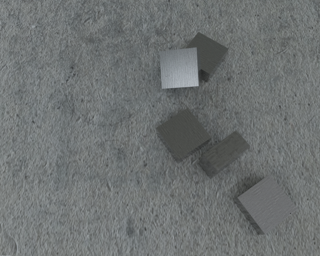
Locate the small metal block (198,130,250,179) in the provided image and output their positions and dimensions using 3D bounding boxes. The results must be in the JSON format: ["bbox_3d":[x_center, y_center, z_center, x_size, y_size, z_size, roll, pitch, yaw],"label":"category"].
[{"bbox_3d":[0.078,0.034,0.383,0.050,0.050,0.025,-35,74,-12],"label":"small metal block"}]

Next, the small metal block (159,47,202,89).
[{"bbox_3d":[0.029,-0.080,0.420,0.050,0.025,0.050,-2,96,17],"label":"small metal block"}]

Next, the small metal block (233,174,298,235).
[{"bbox_3d":[0.126,0.093,0.375,0.050,0.025,0.050,-32,73,-11],"label":"small metal block"}]

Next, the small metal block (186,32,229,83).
[{"bbox_3d":[0.062,-0.102,0.446,0.050,0.025,0.050,33,73,11],"label":"small metal block"}]

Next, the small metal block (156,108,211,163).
[{"bbox_3d":[0.030,0.010,0.404,0.050,0.025,0.050,-33,73,-11],"label":"small metal block"}]
